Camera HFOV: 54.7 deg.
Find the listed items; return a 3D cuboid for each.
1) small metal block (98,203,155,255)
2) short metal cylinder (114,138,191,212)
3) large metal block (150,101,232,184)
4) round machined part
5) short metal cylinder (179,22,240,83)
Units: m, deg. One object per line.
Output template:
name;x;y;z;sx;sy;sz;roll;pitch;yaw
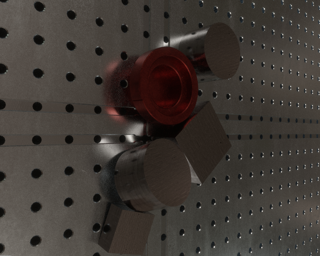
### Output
small metal block;-0.040;0.123;0.375;0.050;0.025;0.050;23;81;-38
short metal cylinder;-0.007;0.058;0.373;0.080;0.050;0.080;24;56;-40
large metal block;0.045;0.019;0.433;0.080;0.050;0.080;-45;118;-31
round machined part;0.001;-0.052;0.400;0.099;0.042;0.097;0;90;-40
short metal cylinder;0.073;-0.109;0.457;0.081;0.050;0.079;0;90;-40
